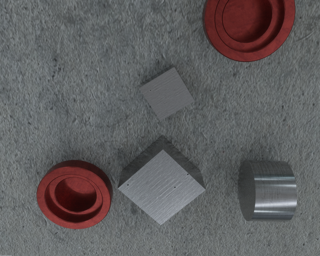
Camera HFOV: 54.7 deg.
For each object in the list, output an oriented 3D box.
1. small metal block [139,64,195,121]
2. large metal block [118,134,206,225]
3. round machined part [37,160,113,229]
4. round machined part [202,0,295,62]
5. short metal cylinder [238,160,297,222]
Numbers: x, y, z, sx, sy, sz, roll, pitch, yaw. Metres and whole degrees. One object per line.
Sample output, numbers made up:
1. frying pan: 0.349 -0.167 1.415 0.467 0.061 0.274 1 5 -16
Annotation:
1. small metal block: 0.009 -0.045 0.393 0.050 0.025 0.050 -30 108 10
2. large metal block: 0.002 0.070 0.422 0.080 0.050 0.080 -42 105 13
3. round machined part: -0.115 0.088 0.432 0.099 0.042 0.097 0 110 -1
4. round machined part: 0.098 -0.128 0.355 0.099 0.042 0.097 0 110 -1
5. short metal cylinder: 0.140 0.083 0.413 0.050 0.080 0.079 1 110 -1
